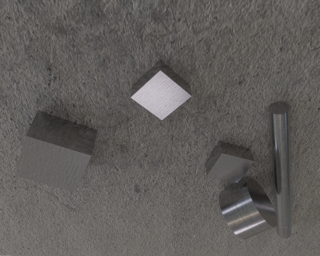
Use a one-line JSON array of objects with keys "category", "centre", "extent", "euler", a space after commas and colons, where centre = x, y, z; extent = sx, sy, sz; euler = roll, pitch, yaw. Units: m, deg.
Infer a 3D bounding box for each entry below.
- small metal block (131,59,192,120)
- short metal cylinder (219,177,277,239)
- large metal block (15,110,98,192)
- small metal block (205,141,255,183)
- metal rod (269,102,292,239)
[{"category": "small metal block", "centre": [0.001, -0.044, 0.370], "extent": [0.050, 0.025, 0.050], "euler": [36, 121, -27]}, {"category": "short metal cylinder", "centre": [0.136, 0.123, 0.477], "extent": [0.050, 0.080, 0.080], "euler": [-35, 122, 26]}, {"category": "large metal block", "centre": [-0.139, 0.033, 0.418], "extent": [0.080, 0.050, 0.079], "euler": [20, 127, -16]}, {"category": "small metal block", "centre": [0.100, 0.050, 0.451], "extent": [0.050, 0.025, 0.050], "euler": [15, 129, -13]}, {"category": "metal rod", "centre": [0.190, 0.084, 0.480], "extent": [0.025, 0.025, 0.299], "euler": [-12, 129, 10]}]
